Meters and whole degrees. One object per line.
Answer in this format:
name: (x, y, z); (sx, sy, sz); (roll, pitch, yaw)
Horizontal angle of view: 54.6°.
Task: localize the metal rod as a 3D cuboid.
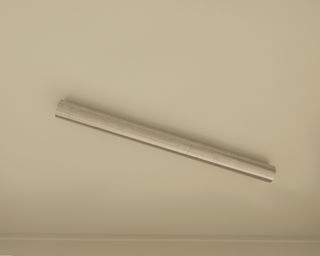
metal rod: (0.013, 0.020, 0.417); (0.302, 0.025, 0.025); (17, 109, -7)
